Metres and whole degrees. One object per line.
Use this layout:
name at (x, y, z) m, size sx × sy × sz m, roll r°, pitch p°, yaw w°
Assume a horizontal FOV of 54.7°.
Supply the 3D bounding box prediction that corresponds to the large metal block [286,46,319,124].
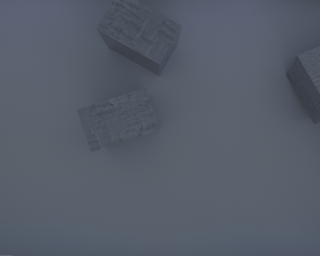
large metal block at (0.222, -0.062, 0.391) m, size 0.080 × 0.050 × 0.080 m, roll -21°, pitch 73°, yaw 0°

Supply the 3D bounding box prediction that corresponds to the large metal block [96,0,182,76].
large metal block at (-0.023, -0.112, 0.384) m, size 0.080 × 0.080 × 0.050 m, roll 29°, pitch 90°, yaw -1°

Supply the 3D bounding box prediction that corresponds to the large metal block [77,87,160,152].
large metal block at (-0.046, -0.009, 0.383) m, size 0.080 × 0.080 × 0.050 m, roll -18°, pitch 90°, yaw 0°
